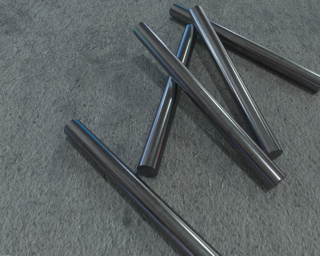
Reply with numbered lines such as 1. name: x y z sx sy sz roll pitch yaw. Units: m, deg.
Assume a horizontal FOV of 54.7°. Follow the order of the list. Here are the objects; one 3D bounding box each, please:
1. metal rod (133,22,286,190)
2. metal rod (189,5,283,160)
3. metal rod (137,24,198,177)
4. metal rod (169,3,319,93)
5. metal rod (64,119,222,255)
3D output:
1. metal rod: 0.052 -0.046 0.416 0.025 0.025 0.300 -27 63 -21
2. metal rod: 0.100 -0.085 0.459 0.025 0.025 0.299 -11 56 -9
3. metal rod: 0.021 -0.061 0.454 0.025 0.025 0.300 11 51 9
4. metal rod: 0.133 -0.144 0.525 0.300 0.025 0.025 37 59 27
5. metal rod: -0.010 0.082 0.333 0.025 0.025 0.300 -36 59 -26
